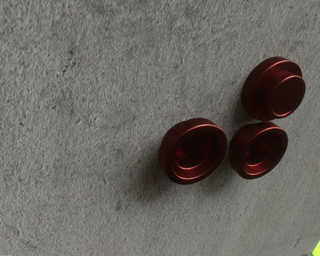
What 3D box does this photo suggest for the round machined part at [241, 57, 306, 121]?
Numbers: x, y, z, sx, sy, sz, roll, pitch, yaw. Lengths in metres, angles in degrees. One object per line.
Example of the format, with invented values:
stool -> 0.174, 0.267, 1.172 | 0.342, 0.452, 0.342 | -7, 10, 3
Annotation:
round machined part -> 0.173, -0.052, 0.458 | 0.099, 0.042, 0.097 | -14, 124, -21

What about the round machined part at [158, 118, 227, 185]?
round machined part -> 0.042, 0.028, 0.436 | 0.099, 0.042, 0.097 | -14, 124, -21

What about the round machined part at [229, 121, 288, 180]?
round machined part -> 0.152, 0.031, 0.497 | 0.099, 0.042, 0.097 | -14, 125, -21
